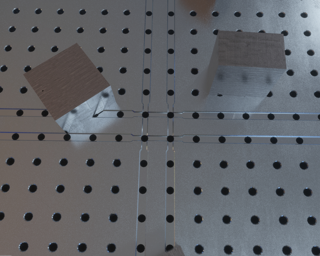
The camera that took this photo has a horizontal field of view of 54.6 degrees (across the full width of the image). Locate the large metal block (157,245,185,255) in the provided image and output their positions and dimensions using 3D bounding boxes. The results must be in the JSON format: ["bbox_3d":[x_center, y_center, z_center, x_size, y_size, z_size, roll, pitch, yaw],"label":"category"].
[{"bbox_3d":[0.003,0.182,0.332,0.080,0.050,0.080,-24,72,-9],"label":"large metal block"}]

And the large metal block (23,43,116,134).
[{"bbox_3d":[-0.119,-0.053,0.417,0.080,0.050,0.080,-35,74,-12],"label":"large metal block"}]

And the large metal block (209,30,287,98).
[{"bbox_3d":[0.111,-0.082,0.413,0.080,0.080,0.050,3,70,1],"label":"large metal block"}]
